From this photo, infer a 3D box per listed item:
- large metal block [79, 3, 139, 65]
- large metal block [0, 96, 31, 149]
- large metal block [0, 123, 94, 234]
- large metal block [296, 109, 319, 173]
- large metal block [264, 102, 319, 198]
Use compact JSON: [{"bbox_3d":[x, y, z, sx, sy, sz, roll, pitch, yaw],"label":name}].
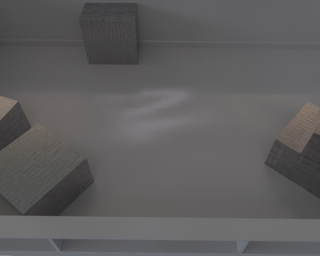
[{"bbox_3d":[-0.076,-0.149,0.494,0.080,0.080,0.050,1,50,0],"label":"large metal block"},{"bbox_3d":[-0.227,0.001,0.387,0.080,0.050,0.080,16,52,13],"label":"large metal block"},{"bbox_3d":[-0.135,0.053,0.343,0.080,0.050,0.080,31,56,23],"label":"large metal block"},{"bbox_3d":[0.199,0.011,0.316,0.080,0.050,0.080,26,55,20],"label":"large metal block"},{"bbox_3d":[0.186,0.026,0.368,0.080,0.050,0.080,35,58,25],"label":"large metal block"}]
